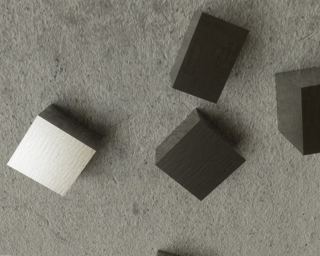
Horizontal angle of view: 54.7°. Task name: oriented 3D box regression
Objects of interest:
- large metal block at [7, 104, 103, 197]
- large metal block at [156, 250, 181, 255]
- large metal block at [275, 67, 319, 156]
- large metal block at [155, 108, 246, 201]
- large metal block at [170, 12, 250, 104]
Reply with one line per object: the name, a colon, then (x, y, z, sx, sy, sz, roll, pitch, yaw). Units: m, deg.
large metal block: (-0.134, 0.028, 0.406, 0.080, 0.050, 0.080, 34, 106, -12)
large metal block: (0.022, 0.250, 0.489, 0.080, 0.050, 0.079, 17, 109, -6)
large metal block: (0.180, -0.024, 0.373, 0.050, 0.080, 0.079, -10, 110, 4)
large metal block: (0.051, 0.035, 0.409, 0.080, 0.050, 0.080, 40, 105, -14)
large metal block: (0.050, -0.082, 0.350, 0.050, 0.080, 0.079, 19, 109, -7)
